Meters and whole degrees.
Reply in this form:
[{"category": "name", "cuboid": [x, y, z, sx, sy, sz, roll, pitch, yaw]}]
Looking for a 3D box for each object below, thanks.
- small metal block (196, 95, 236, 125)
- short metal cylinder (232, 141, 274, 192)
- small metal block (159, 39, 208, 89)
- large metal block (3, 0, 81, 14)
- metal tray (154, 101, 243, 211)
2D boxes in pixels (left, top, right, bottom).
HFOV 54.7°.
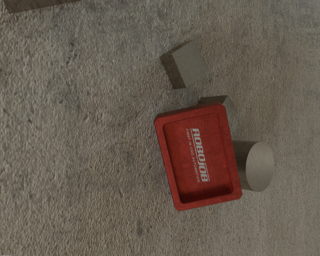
[{"category": "small metal block", "cuboid": [0.074, -0.020, 0.450, 0.025, 0.050, 0.050, 48, 61, -30]}, {"category": "short metal cylinder", "cuboid": [0.143, 0.061, 0.509, 0.081, 0.050, 0.079, 0, 90, -40]}, {"category": "small metal block", "cuboid": [0.034, -0.089, 0.433, 0.050, 0.025, 0.050, -39, 114, -33]}, {"category": "large metal block", "cuboid": [-0.099, -0.148, 0.285, 0.081, 0.080, 0.050, -30, 109, -36]}, {"category": "metal tray", "cuboid": [0.050, 0.037, 0.409, 0.090, 0.030, 0.129, -13, 101, 4]}]
